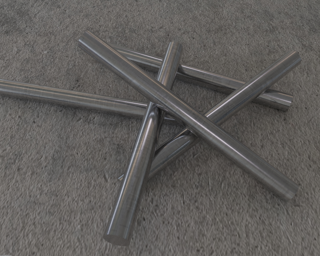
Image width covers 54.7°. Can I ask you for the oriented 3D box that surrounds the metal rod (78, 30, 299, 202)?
[{"bbox_3d":[0.027,-0.018,0.361,0.300,0.025,0.025,37,58,6],"label":"metal rod"}]

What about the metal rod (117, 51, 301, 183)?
[{"bbox_3d":[0.075,-0.017,0.396,0.302,0.025,0.025,-35,58,-19],"label":"metal rod"}]

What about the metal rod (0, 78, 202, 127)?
[{"bbox_3d":[-0.094,-0.036,0.432,0.301,0.025,0.025,10,51,8],"label":"metal rod"}]

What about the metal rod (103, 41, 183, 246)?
[{"bbox_3d":[-0.008,-0.010,0.374,0.025,0.025,0.300,9,50,8],"label":"metal rod"}]

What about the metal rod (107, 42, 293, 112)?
[{"bbox_3d":[0.045,-0.082,0.472,0.301,0.025,0.025,19,53,15],"label":"metal rod"}]
